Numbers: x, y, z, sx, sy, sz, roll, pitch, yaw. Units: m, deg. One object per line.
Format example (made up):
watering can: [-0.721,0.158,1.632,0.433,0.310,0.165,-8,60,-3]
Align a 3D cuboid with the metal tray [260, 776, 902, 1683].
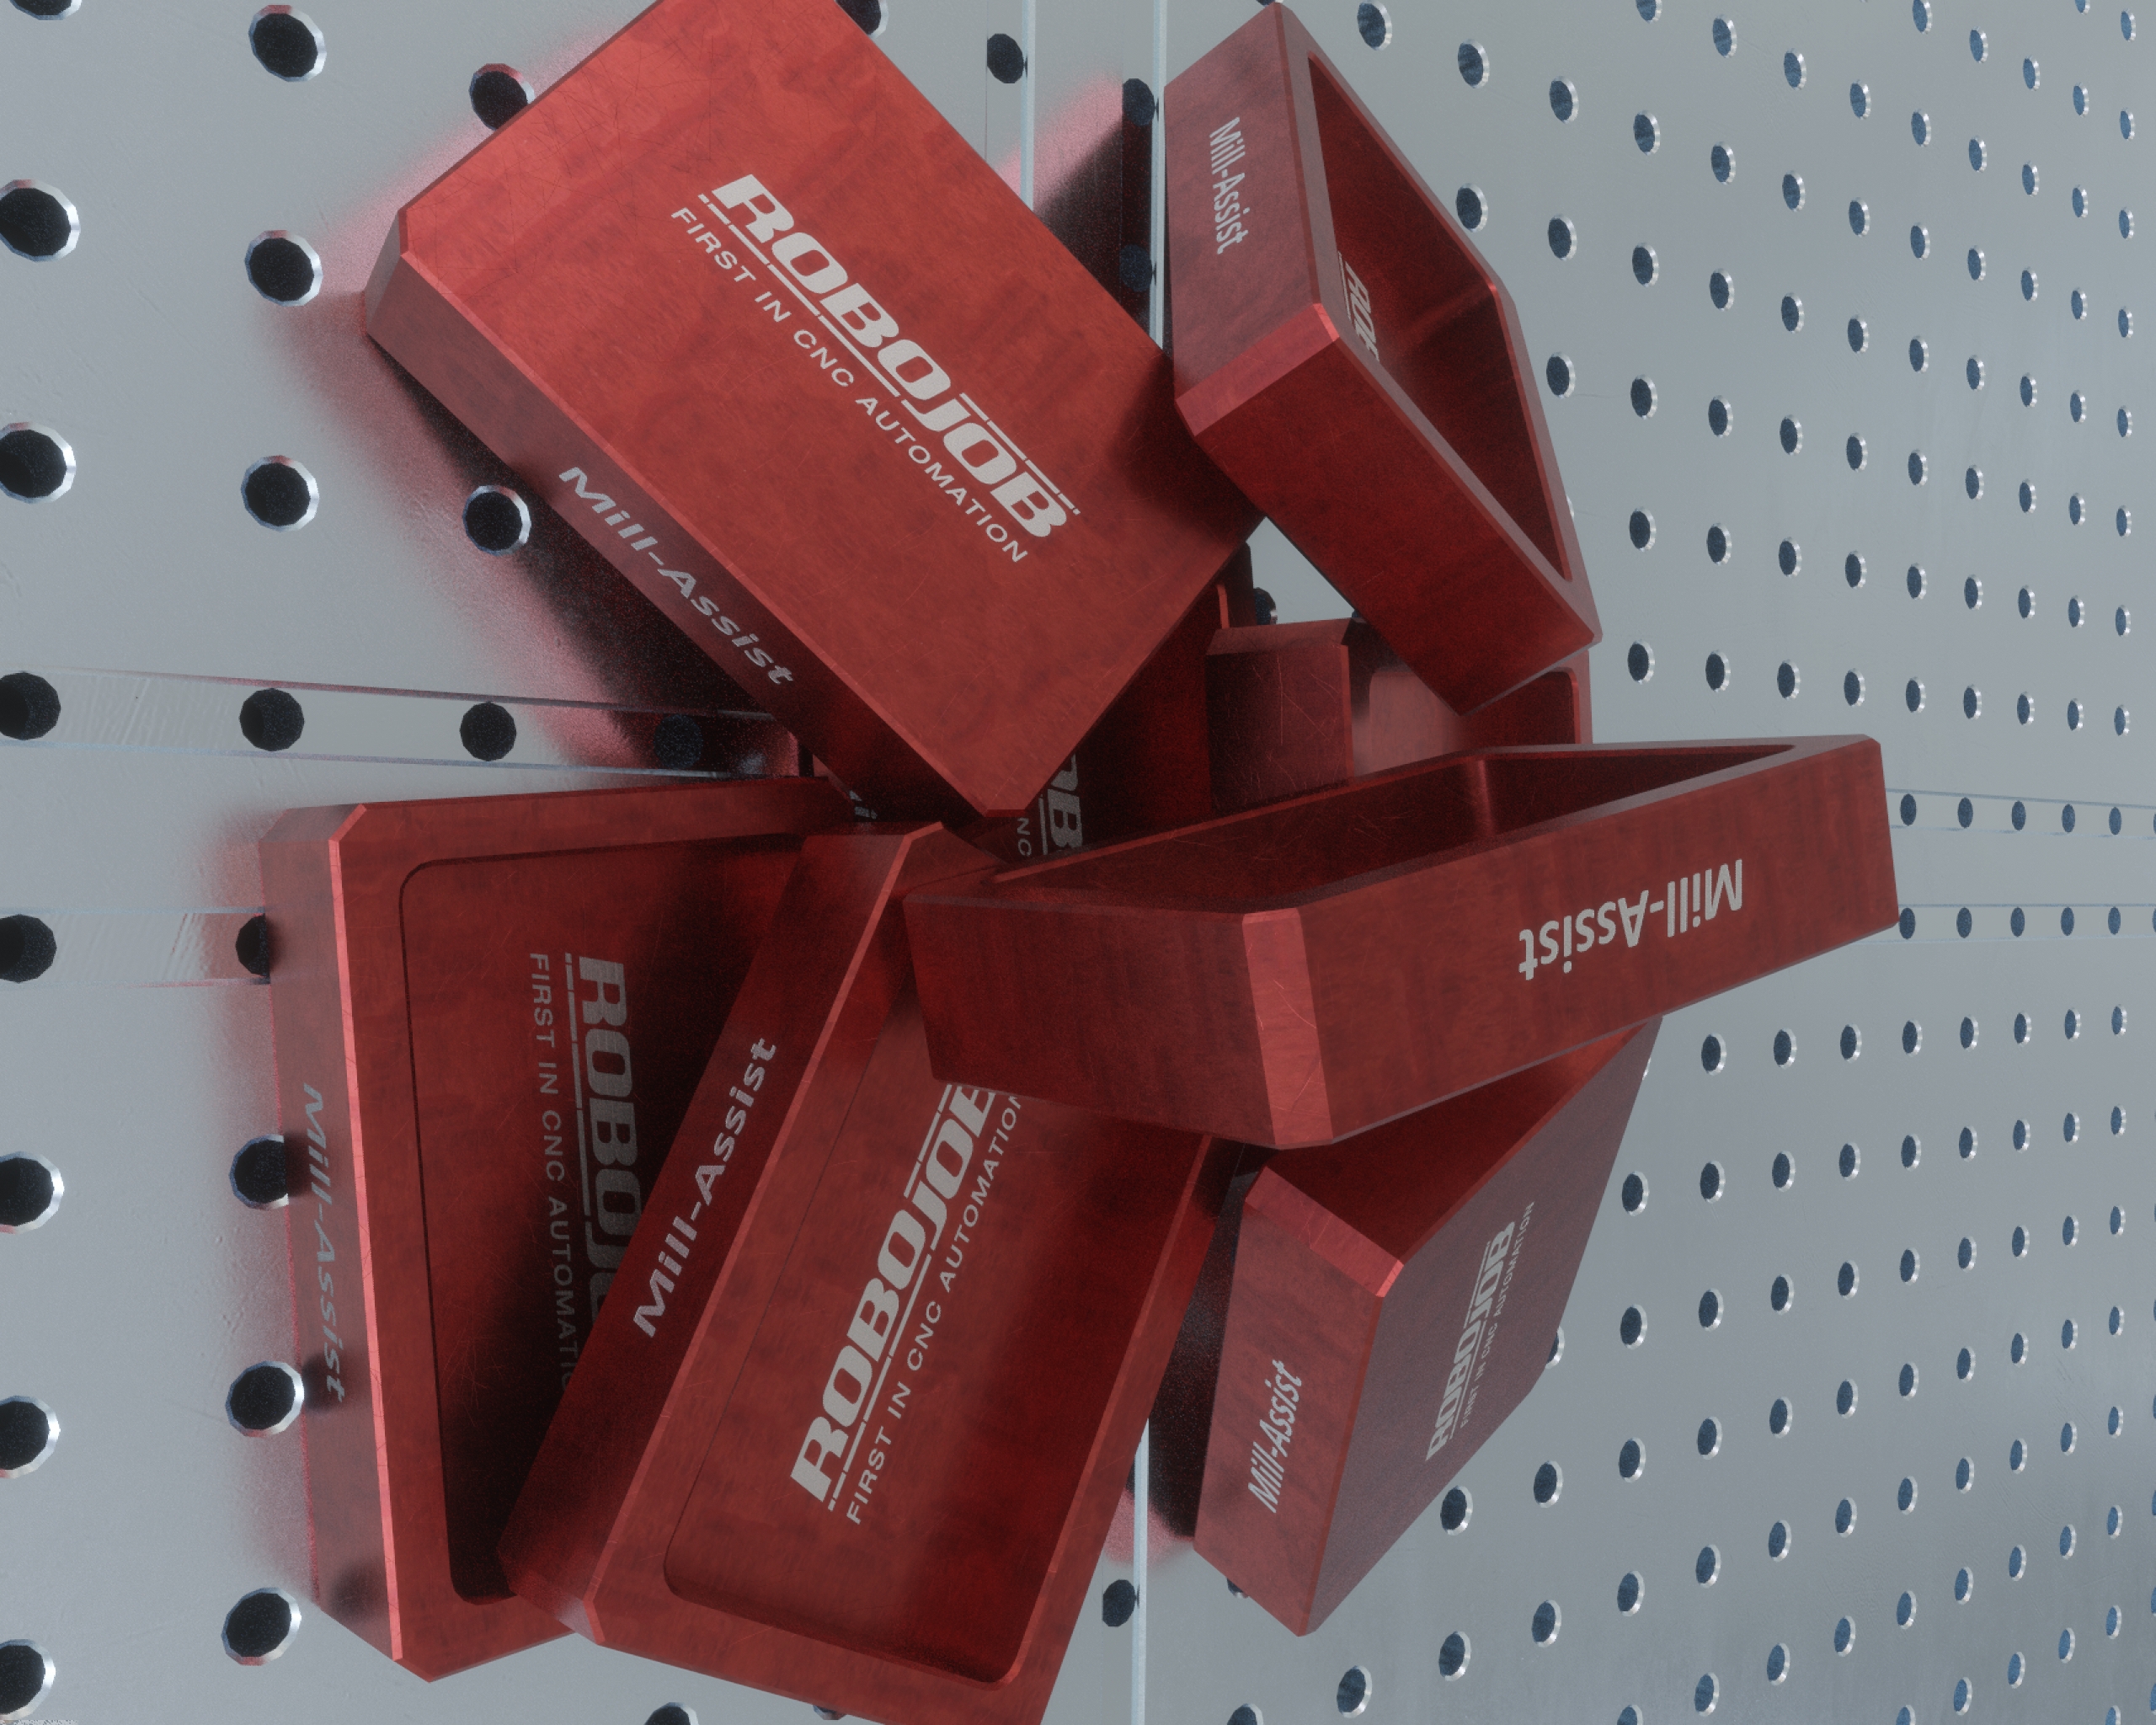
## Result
metal tray: [-0.078,0.053,0.340,0.091,0.030,0.129,-6,93,-40]

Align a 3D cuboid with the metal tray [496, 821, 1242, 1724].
metal tray: [-0.026,0.069,0.344,0.090,0.030,0.130,33,70,-35]

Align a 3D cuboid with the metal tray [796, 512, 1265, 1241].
metal tray: [-0.003,0.000,0.402,0.091,0.030,0.129,-6,92,-41]

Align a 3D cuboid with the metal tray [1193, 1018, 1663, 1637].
metal tray: [0.068,0.087,0.418,0.091,0.030,0.129,-36,145,-34]

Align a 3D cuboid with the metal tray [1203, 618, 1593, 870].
metal tray: [0.074,-0.005,0.442,0.131,0.030,0.090,-8,96,-57]

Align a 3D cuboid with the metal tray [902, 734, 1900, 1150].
metal tray: [0.051,0.007,0.324,0.131,0.090,0.030,-14,99,-35]

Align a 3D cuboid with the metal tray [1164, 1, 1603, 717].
metal tray: [0.057,-0.101,0.408,0.090,0.030,0.130,40,33,-32]

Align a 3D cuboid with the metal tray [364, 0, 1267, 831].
metal tray: [-0.039,-0.077,0.351,0.130,0.030,0.090,44,63,-14]
